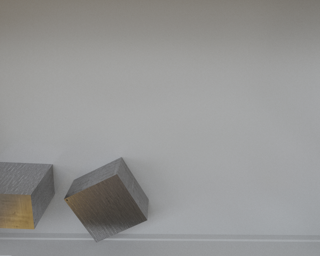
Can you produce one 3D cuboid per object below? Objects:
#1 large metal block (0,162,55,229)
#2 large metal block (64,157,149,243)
[{"bbox_3d":[-0.195,0.087,0.412,0.081,0.080,0.050,3,110,-1],"label":"large metal block"},{"bbox_3d":[-0.071,0.100,0.434,0.080,0.050,0.080,-26,108,9],"label":"large metal block"}]
